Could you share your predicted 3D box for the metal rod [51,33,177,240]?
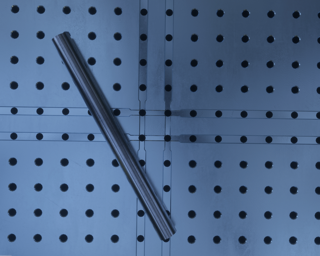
[{"bbox_3d":[-0.061,0.011,0.412,0.025,0.025,0.299,-29,90,0],"label":"metal rod"}]
